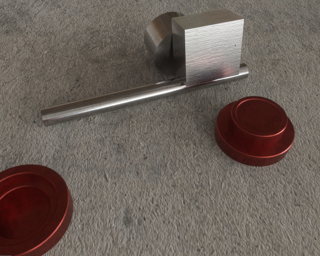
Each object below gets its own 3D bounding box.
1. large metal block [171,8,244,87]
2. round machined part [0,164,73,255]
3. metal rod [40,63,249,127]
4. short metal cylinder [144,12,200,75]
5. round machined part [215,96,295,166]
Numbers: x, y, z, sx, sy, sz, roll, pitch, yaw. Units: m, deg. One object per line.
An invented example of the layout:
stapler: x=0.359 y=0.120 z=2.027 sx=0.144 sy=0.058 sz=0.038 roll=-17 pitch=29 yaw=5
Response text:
large metal block: x=0.064 y=-0.112 z=0.429 sx=0.081 sy=0.079 sz=0.050 roll=-14 pitch=39 yaw=-11
round machined part: x=-0.139 y=0.089 z=0.316 sx=0.099 sy=0.042 sz=0.098 roll=0 pitch=50 yaw=0
metal rod: x=-0.013 y=-0.051 z=0.445 sx=0.302 sy=0.025 sz=0.025 roll=-15 pitch=52 yaw=-12
short metal cylinder: x=0.021 y=-0.129 z=0.476 sx=0.081 sy=0.080 sz=0.050 roll=-15 pitch=52 yaw=-12
round machined part: x=0.122 y=-0.003 z=0.396 sx=0.099 sy=0.042 sz=0.098 roll=0 pitch=50 yaw=0
